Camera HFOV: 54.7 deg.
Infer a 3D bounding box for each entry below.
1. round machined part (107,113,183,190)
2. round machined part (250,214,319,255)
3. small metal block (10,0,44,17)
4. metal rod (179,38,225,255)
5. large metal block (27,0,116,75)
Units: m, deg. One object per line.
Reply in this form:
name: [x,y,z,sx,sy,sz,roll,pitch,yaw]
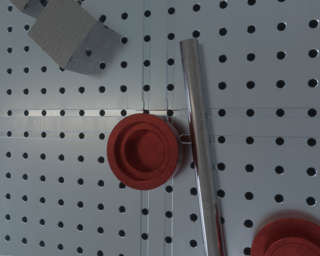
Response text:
round machined part: [-0.017,0.030,0.409,0.098,0.042,0.097,0,90,20]
round machined part: [0.153,0.151,0.349,0.098,0.042,0.097,0,90,20]
small metal block: [-0.210,-0.213,0.487,0.050,0.025,0.050,45,104,14]
metal rod: [0.054,0.037,0.393,0.025,0.025,0.298,-7,88,20]
large metal block: [-0.126,-0.137,0.444,0.080,0.050,0.080,44,103,14]
